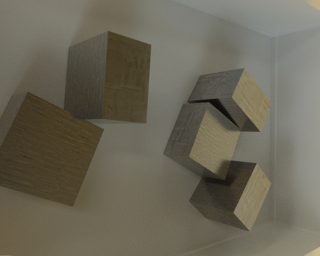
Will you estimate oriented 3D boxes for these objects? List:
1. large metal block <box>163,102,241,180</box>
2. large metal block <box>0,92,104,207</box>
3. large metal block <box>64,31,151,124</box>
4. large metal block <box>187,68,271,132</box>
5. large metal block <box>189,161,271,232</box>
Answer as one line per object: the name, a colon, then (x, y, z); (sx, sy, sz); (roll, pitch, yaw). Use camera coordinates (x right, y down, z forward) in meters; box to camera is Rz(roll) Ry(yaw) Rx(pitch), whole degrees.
large metal block: (0.062, 0.019, 0.442); (0.080, 0.050, 0.080); (35, 69, -35)
large metal block: (-0.113, 0.021, 0.296); (0.080, 0.050, 0.080); (30, 71, -36)
large metal block: (-0.057, -0.046, 0.322); (0.050, 0.080, 0.080); (6, 86, -42)
large metal block: (0.102, -0.038, 0.456); (0.080, 0.080, 0.050); (42, 65, -32)
large metal block: (0.103, 0.095, 0.458); (0.050, 0.080, 0.080); (49, 61, -29)
